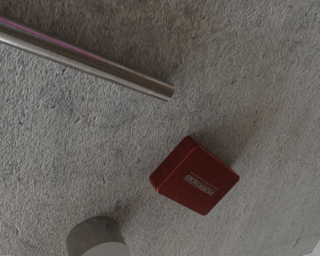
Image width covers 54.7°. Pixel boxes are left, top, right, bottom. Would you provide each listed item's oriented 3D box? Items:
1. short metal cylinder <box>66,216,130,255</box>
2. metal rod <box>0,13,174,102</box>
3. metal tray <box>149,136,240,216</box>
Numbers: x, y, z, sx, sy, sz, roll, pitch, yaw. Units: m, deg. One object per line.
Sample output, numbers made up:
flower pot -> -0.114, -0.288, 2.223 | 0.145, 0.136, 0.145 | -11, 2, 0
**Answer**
short metal cylinder -> -0.091, 0.176, 0.450 | 0.081, 0.050, 0.079 | -14, 124, -21
metal rod -> -0.109, -0.079, 0.298 | 0.302, 0.025, 0.025 | 16, 110, -35
metal tray -> 0.057, 0.079, 0.484 | 0.090, 0.030, 0.130 | -49, 129, 6
